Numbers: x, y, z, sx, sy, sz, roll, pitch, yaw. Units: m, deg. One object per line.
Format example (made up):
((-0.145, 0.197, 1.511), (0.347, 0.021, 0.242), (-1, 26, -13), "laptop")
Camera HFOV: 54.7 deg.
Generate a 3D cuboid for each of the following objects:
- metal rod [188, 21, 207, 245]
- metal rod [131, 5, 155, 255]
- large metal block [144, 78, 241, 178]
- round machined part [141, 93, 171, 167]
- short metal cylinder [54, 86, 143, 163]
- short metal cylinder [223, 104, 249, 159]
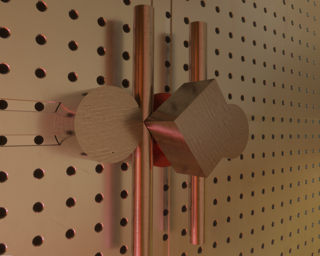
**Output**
((0.052, 0.007, 0.425), (0.025, 0.025, 0.298), (0, 90, -40), "metal rod")
((-0.020, 0.008, 0.365), (0.025, 0.025, 0.298), (1, 90, -40), "metal rod")
((0.041, -0.001, 0.366), (0.080, 0.050, 0.080), (-46, 118, -30), "large metal block")
((0.007, 0.003, 0.405), (0.099, 0.042, 0.097), (0, 90, -40), "round machined part")
((-0.066, -0.004, 0.337), (0.081, 0.050, 0.080), (0, 90, -40), "short metal cylinder")
((0.089, 0.005, 0.467), (0.081, 0.050, 0.080), (0, 90, -40), "short metal cylinder")
